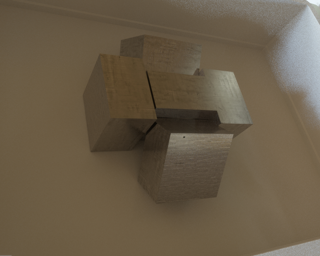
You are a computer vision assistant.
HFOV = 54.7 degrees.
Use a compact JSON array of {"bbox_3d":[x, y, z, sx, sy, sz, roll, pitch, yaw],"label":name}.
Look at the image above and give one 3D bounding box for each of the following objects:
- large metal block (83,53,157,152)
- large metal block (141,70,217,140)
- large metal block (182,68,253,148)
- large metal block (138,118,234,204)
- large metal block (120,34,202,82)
[{"bbox_3d":[-0.050,-0.026,0.357,0.050,0.080,0.080,1,62,-28],"label":"large metal block"},{"bbox_3d":[0.010,-0.024,0.389,0.081,0.080,0.050,1,62,-28],"label":"large metal block"},{"bbox_3d":[0.068,-0.022,0.419,0.050,0.080,0.080,1,62,-28],"label":"large metal block"},{"bbox_3d":[0.027,0.035,0.353,0.081,0.079,0.050,1,19,-29],"label":"large metal block"},{"bbox_3d":[-0.003,-0.089,0.414,0.081,0.080,0.050,2,99,-28],"label":"large metal block"}]
